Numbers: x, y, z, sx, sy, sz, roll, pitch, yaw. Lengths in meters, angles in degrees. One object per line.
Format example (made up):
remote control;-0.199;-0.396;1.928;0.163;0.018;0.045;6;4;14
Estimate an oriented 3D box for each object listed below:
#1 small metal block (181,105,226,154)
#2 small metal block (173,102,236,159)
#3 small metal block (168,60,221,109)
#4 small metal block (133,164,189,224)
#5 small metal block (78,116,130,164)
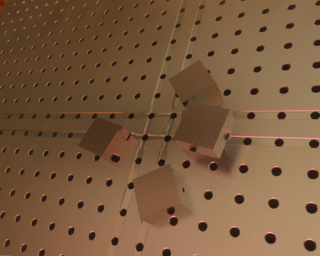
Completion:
small metal block;0.053;0.003;0.380;0.050;0.025;0.050;-7;59;24
small metal block;0.050;0.002;0.350;0.050;0.025;0.050;15;69;34
small metal block;0.046;-0.057;0.420;0.050;0.025;0.050;-31;52;8
small metal block;0.000;0.077;0.362;0.050;0.025;0.050;-25;53;13
small metal block;-0.080;0.017;0.441;0.050;0.025;0.050;19;72;35
